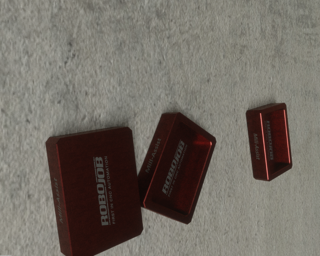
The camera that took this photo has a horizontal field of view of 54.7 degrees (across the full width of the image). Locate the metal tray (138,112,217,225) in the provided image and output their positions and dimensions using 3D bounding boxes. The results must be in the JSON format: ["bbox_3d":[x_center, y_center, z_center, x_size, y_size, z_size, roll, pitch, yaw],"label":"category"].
[{"bbox_3d":[0.022,0.054,0.422,0.090,0.030,0.130,33,70,-36],"label":"metal tray"}]

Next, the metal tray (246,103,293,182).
[{"bbox_3d":[0.205,0.024,0.577,0.091,0.030,0.129,-15,100,-39],"label":"metal tray"}]

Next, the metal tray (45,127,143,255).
[{"bbox_3d":[-0.069,0.068,0.345,0.091,0.030,0.129,-10,97,-40],"label":"metal tray"}]
